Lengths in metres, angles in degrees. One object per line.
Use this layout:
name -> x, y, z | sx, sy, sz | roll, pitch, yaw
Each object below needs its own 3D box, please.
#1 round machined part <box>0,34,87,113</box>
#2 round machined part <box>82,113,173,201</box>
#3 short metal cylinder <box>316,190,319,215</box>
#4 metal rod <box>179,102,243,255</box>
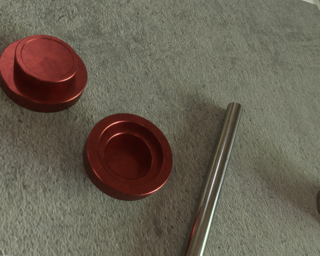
round machined part -> -0.134, -0.070, 0.364 | 0.099, 0.042, 0.098 | 14, 56, -21
round machined part -> -0.039, 0.035, 0.352 | 0.099, 0.042, 0.098 | 14, 56, -21
short metal cylinder -> 0.291, 0.121, 0.473 | 0.081, 0.050, 0.080 | 14, 56, -21
metal rod -> 0.066, 0.075, 0.395 | 0.025, 0.025, 0.301 | 32, 51, -8
